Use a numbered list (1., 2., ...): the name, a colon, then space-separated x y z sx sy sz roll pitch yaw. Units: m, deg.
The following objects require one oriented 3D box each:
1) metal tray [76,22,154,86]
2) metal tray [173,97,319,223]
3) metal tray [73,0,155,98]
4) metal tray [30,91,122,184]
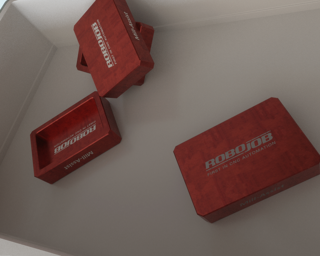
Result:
1. metal tray: -0.075 -0.124 0.491 0.130 0.030 0.089 20 104 35
2. metal tray: 0.089 0.034 0.335 0.130 0.030 0.090 -28 52 10
3. metal tray: -0.071 -0.120 0.450 0.090 0.030 0.130 -34 72 33
4. metal tray: -0.129 0.013 0.462 0.130 0.030 0.090 -31 52 8
